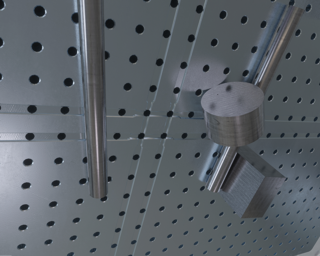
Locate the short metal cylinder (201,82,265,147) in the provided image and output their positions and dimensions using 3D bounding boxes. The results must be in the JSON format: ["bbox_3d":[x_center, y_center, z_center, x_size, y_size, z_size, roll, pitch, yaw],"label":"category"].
[{"bbox_3d":[0.099,-0.020,0.418,0.080,0.080,0.050,-26,128,-13],"label":"short metal cylinder"}]

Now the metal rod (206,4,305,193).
[{"bbox_3d":[0.134,-0.029,0.466,0.025,0.025,0.298,5,116,-31],"label":"metal rod"}]

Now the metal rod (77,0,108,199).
[{"bbox_3d":[-0.073,-0.042,0.345,0.025,0.025,0.298,-10,123,-23],"label":"metal rod"}]

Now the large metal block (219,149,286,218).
[{"bbox_3d":[0.144,0.090,0.510,0.050,0.080,0.079,9,114,-32],"label":"large metal block"}]
